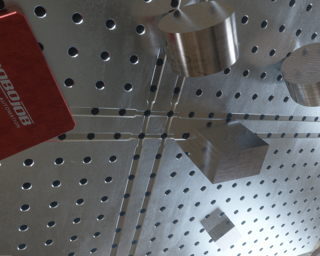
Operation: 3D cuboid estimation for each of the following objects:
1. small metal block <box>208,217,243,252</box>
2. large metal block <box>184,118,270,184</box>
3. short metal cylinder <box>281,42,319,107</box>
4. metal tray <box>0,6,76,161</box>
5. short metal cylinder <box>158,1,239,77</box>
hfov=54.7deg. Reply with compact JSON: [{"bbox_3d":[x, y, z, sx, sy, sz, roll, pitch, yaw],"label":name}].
[{"bbox_3d":[0.129,0.211,0.612,0.050,0.025,0.050,-38,129,-3],"label":"small metal block"},{"bbox_3d":[0.092,0.029,0.444,0.081,0.080,0.050,-6,121,-25],"label":"large metal block"},{"bbox_3d":[0.224,-0.077,0.450,0.080,0.080,0.050,-42,129,0],"label":"short metal cylinder"},{"bbox_3d":[-0.150,-0.039,0.302,0.091,0.030,0.129,-25,128,-13],"label":"metal tray"},{"bbox_3d":[0.043,-0.098,0.338,0.080,0.080,0.050,-27,128,-12],"label":"short metal cylinder"}]
